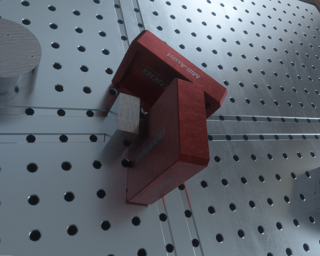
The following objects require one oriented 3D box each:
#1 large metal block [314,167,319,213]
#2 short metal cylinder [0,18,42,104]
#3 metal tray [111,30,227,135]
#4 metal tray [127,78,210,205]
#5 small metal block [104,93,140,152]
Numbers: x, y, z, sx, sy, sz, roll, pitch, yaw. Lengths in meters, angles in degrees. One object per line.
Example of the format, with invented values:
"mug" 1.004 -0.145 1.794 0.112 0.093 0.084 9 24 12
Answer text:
"large metal block" 0.297 0.107 0.490 0.080 0.050 0.080 32 51 -8
"short metal cylinder" -0.177 -0.074 0.342 0.081 0.050 0.080 14 56 -21
"metal tray" 0.009 -0.054 0.405 0.130 0.090 0.030 36 51 -5
"metal tray" 0.003 0.020 0.331 0.030 0.129 0.090 14 56 -21
"small metal block" -0.046 -0.006 0.372 0.025 0.050 0.050 14 56 -21
